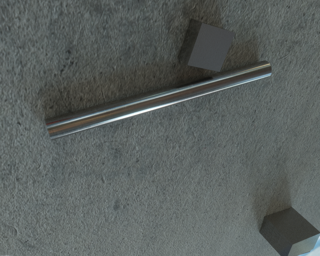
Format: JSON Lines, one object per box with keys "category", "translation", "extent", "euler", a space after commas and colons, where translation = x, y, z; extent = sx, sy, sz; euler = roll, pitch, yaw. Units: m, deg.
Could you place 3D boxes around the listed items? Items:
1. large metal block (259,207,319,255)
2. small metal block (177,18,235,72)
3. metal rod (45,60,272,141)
{"category": "large metal block", "translation": [0.278, 0.225, 0.666], "extent": [0.081, 0.080, 0.050], "euler": [-9, 123, -24]}
{"category": "small metal block", "translation": [0.056, -0.100, 0.377], "extent": [0.050, 0.025, 0.050], "euler": [5, 116, -31]}
{"category": "metal rod", "translation": [0.013, -0.041, 0.390], "extent": [0.302, 0.025, 0.025], "euler": [-17, 126, -19]}
